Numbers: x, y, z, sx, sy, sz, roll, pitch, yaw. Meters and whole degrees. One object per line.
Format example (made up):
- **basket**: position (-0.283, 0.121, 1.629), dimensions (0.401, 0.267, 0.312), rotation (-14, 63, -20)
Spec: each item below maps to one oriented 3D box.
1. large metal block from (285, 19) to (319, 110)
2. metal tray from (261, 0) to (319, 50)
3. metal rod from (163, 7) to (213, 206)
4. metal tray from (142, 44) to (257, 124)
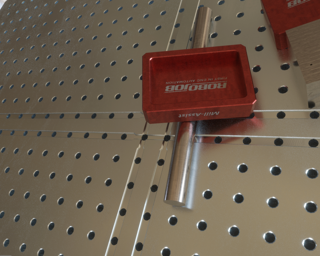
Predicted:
- **large metal block**: position (0.192, -0.076, 0.338), dimensions (0.080, 0.050, 0.080), rotation (-16, 55, 19)
- **metal tray**: position (0.205, -0.162, 0.397), dimensions (0.130, 0.030, 0.090), rotation (-16, 55, 18)
- **metal rod**: position (0.043, -0.047, 0.414), dimensions (0.025, 0.025, 0.300), rotation (-3, 60, 27)
- **metal tray**: position (0.045, -0.055, 0.386), dimensions (0.131, 0.030, 0.090), rotation (-4, 62, 4)
